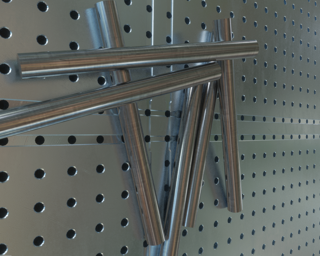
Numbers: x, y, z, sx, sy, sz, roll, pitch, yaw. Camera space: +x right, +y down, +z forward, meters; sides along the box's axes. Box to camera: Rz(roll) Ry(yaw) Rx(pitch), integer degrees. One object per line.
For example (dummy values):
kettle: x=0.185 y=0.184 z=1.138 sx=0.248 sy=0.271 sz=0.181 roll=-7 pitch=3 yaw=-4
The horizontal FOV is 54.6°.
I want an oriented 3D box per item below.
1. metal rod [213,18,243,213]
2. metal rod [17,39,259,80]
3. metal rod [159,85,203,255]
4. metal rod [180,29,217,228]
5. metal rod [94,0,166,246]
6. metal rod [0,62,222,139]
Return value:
metal rod: x=0.105 y=-0.009 z=0.471 sx=0.025 sy=0.025 sz=0.298 roll=-21 pitch=110 yaw=-38
metal rod: x=-0.002 y=-0.084 z=0.362 sx=0.302 sy=0.025 sz=0.025 roll=-12 pitch=98 yaw=-28
metal rod: x=0.028 y=0.069 z=0.431 sx=0.025 sy=0.025 sz=0.299 roll=16 pitch=80 yaw=-39
metal rod: x=0.066 y=-0.007 z=0.462 sx=0.025 sy=0.025 sz=0.299 roll=18 pitch=79 yaw=-39
metal rod: x=-0.034 y=0.002 z=0.379 sx=0.025 sy=0.025 sz=0.298 roll=-19 pitch=102 yaw=-38
metal rod: x=-0.052 y=-0.034 z=0.336 sx=0.302 sy=0.025 sz=0.025 roll=-19 pitch=102 yaw=-30
